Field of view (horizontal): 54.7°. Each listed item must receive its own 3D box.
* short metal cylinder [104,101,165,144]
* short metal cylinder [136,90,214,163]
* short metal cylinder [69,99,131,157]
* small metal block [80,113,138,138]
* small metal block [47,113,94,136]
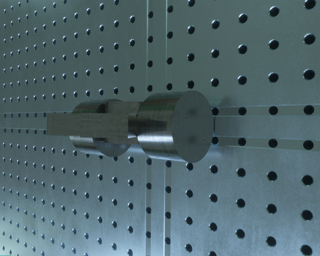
[{"bbox_3d":[-0.030,-0.007,0.398,0.080,0.081,0.050,2,91,40],"label":"short metal cylinder"},{"bbox_3d":[0.019,-0.002,0.357,0.050,0.081,0.079,1,91,41],"label":"short metal cylinder"},{"bbox_3d":[-0.081,-0.001,0.440,0.050,0.081,0.079,2,91,40],"label":"short metal cylinder"},{"bbox_3d":[-0.052,-0.003,0.336,0.050,0.050,0.025,1,91,9],"label":"small metal block"},{"bbox_3d":[-0.098,-0.004,0.368,0.050,0.050,0.025,1,91,8],"label":"small metal block"}]
